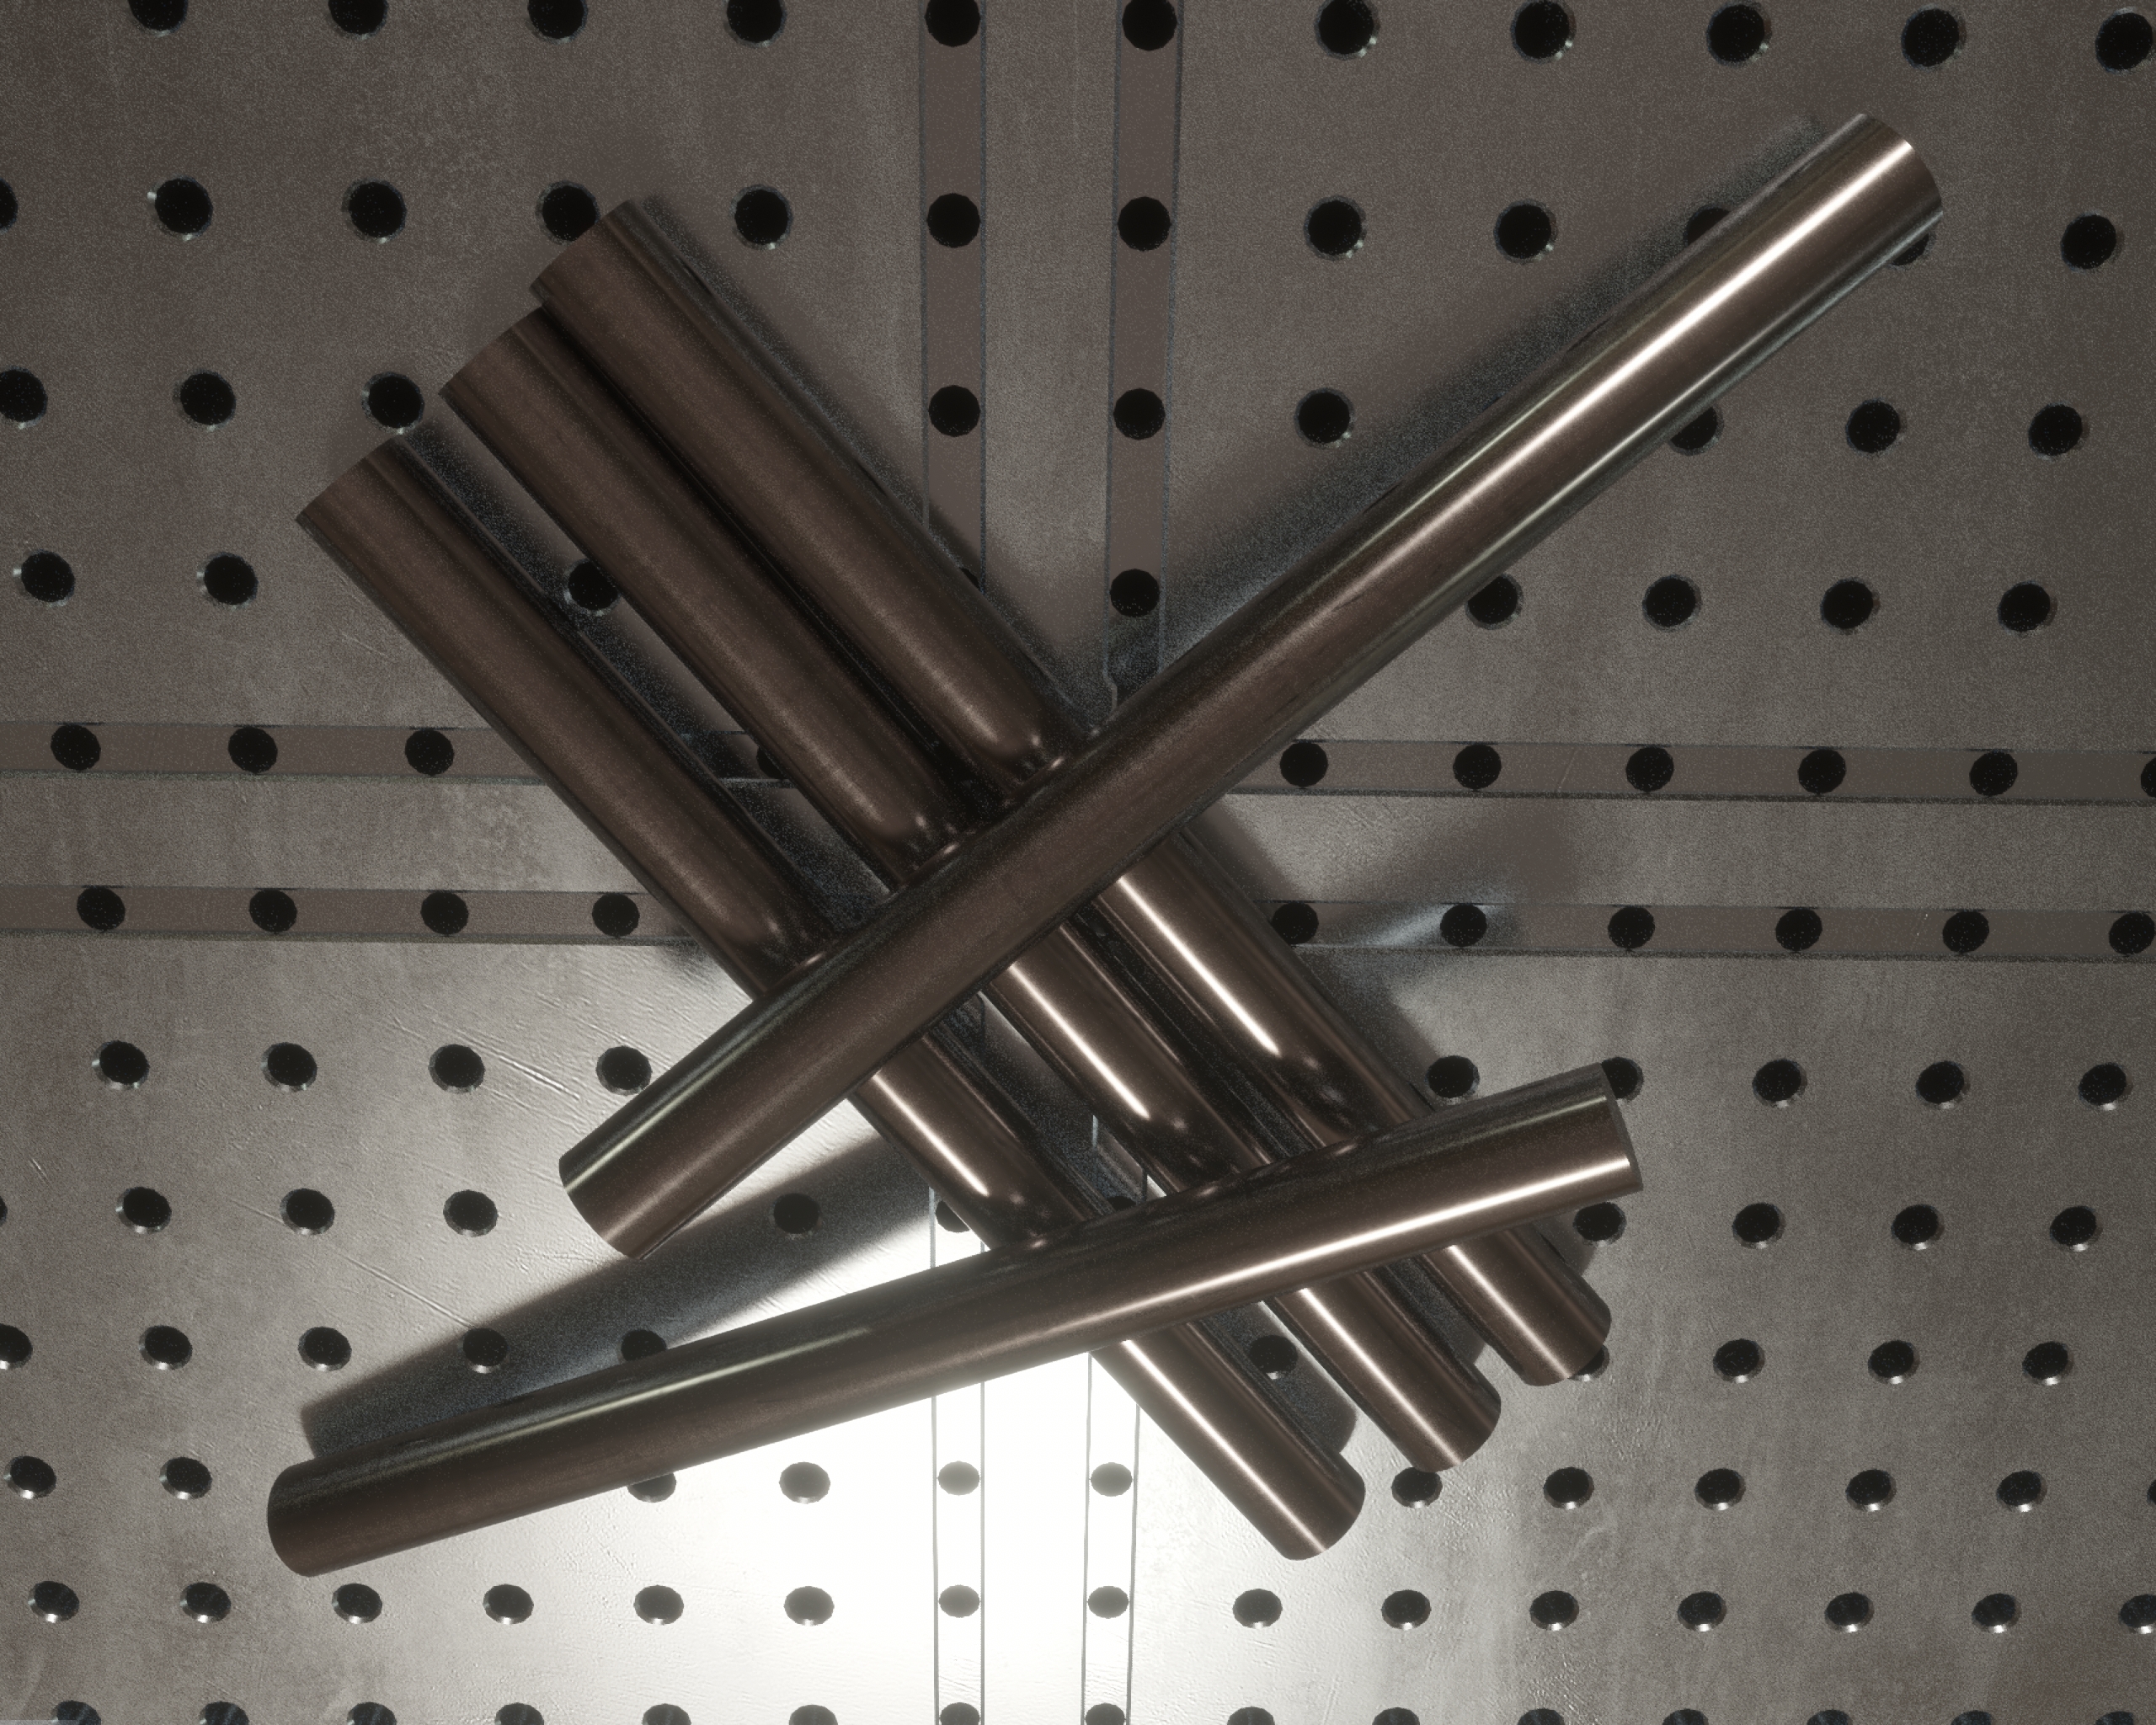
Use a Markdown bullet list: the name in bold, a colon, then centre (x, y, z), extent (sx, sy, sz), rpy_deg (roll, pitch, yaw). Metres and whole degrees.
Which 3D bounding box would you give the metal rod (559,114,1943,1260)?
- **metal rod**: centre (0.028, -0.029, 0.381), extent (0.300, 0.025, 0.025), rpy_deg (-39, 106, 4)

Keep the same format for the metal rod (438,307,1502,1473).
- **metal rod**: centre (-0.012, 0.016, 0.419), extent (0.025, 0.025, 0.300), rpy_deg (-37, 106, 12)

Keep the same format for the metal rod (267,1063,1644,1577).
- **metal rod**: centre (-0.036, 0.098, 0.427), extent (0.301, 0.025, 0.025), rpy_deg (-20, 109, 15)

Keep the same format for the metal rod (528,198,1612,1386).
- **metal rod**: centre (0.008, -0.003, 0.412), extent (0.025, 0.025, 0.300), rpy_deg (-39, 106, 13)

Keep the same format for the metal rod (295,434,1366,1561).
- **metal rod**: centre (-0.040, 0.038, 0.426), extent (0.025, 0.025, 0.300), rpy_deg (-37, 106, 12)
